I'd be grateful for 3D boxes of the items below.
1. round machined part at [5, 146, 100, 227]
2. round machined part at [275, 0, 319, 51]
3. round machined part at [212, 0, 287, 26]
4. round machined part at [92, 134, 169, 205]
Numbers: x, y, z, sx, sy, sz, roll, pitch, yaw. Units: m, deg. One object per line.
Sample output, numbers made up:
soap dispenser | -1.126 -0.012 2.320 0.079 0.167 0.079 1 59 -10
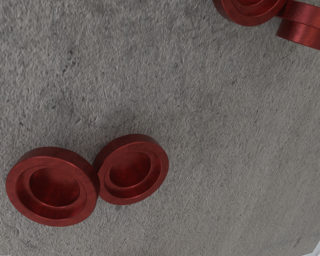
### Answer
round machined part | -0.117 0.062 0.354 0.099 0.042 0.097 1 118 1
round machined part | 0.185 -0.124 0.383 0.099 0.098 0.042 3 117 -30
round machined part | 0.098 -0.167 0.344 0.099 0.042 0.097 -13 123 -20
round machined part | -0.041 0.049 0.404 0.099 0.042 0.097 -14 124 -21
